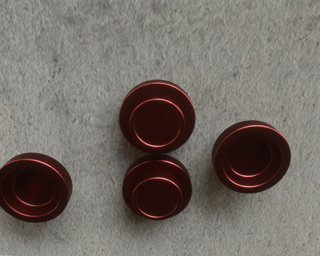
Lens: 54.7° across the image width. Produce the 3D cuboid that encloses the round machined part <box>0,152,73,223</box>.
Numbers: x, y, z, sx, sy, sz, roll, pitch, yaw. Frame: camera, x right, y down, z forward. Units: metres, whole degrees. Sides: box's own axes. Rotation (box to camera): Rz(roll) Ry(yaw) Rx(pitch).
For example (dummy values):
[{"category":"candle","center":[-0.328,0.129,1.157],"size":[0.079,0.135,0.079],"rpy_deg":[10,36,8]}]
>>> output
[{"category":"round machined part","center":[-0.170,0.077,0.427],"size":[0.099,0.042,0.097],"rpy_deg":[0,110,-1]}]

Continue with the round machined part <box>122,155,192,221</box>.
[{"category":"round machined part","center":[-0.004,0.089,0.434],"size":[0.099,0.042,0.097],"rpy_deg":[0,110,-1]}]

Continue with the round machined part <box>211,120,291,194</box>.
[{"category":"round machined part","center":[0.118,0.035,0.416],"size":[0.099,0.042,0.097],"rpy_deg":[0,110,-1]}]

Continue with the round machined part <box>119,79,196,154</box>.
[{"category":"round machined part","center":[-0.003,-0.010,0.397],"size":[0.099,0.042,0.097],"rpy_deg":[0,110,-1]}]
